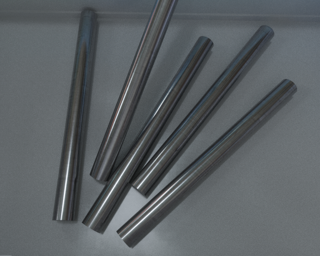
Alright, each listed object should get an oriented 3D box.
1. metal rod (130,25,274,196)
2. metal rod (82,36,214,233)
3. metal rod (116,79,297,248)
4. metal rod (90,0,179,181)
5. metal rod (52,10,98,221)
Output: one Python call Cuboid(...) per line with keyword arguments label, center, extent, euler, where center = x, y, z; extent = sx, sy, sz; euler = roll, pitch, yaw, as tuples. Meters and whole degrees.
Cuboid(label="metal rod", center=(0.066, -0.034, 0.422), extent=(0.025, 0.025, 0.301), euler=(37, 74, 12))
Cuboid(label="metal rod", center=(-0.007, -0.004, 0.411), extent=(0.025, 0.025, 0.300), euler=(28, 72, 9))
Cuboid(label="metal rod", center=(0.069, 0.036, 0.397), extent=(0.301, 0.025, 0.025), euler=(-40, 75, -14))
Cuboid(label="metal rod", center=(-0.021, -0.077, 0.375), extent=(0.025, 0.025, 0.298), euler=(22, 95, 7))
Cuboid(label="metal rod", center=(-0.111, -0.030, 0.419), extent=(0.025, 0.025, 0.299), euler=(1, 70, 0))
